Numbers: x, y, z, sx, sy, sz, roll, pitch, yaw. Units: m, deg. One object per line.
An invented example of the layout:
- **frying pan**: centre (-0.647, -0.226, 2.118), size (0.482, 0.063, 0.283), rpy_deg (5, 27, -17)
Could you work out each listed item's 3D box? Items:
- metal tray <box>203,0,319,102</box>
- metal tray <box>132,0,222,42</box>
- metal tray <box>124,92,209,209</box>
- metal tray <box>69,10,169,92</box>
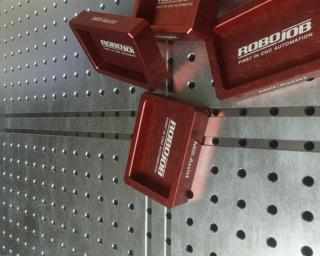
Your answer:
- **metal tray**: centre (0.112, -0.086, 0.313), size (0.130, 0.030, 0.090), rpy_deg (-17, 79, 39)
- **metal tray**: centre (0.017, -0.153, 0.369), size (0.130, 0.030, 0.090), rpy_deg (24, 101, 52)
- **metal tray**: centre (0.005, 0.026, 0.403), size (0.090, 0.030, 0.129), rpy_deg (21, 103, 38)
- **metal tray**: centre (-0.056, -0.105, 0.417), size (0.130, 0.090, 0.030), rpy_deg (23, 62, 37)
